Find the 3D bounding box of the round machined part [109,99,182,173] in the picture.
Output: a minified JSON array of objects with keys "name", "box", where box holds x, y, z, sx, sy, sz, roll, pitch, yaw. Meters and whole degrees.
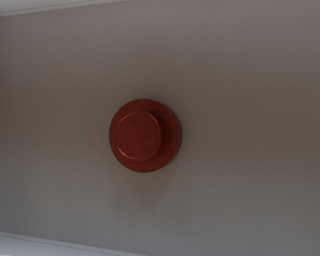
[{"name":"round machined part","box":[-0.024,0.010,0.405,0.098,0.042,0.097,0,90,19]}]
